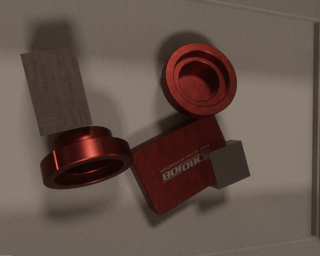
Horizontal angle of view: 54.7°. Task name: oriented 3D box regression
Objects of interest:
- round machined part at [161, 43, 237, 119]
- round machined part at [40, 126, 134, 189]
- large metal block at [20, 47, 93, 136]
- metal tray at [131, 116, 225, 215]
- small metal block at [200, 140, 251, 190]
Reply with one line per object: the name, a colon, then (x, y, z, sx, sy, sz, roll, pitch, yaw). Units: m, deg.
round machined part: (0.048, -0.060, 0.413, 0.099, 0.042, 0.098, 3, 77, -15)
round machined part: (-0.083, 0.031, 0.348, 0.099, 0.098, 0.042, -11, 67, -20)
large metal block: (-0.113, -0.036, 0.339, 0.050, 0.080, 0.080, -14, 94, -20)
metal tray: (0.030, 0.045, 0.420, 0.131, 0.030, 0.090, -27, 99, -18)
small metal block: (0.087, 0.047, 0.412, 0.050, 0.025, 0.050, -18, 97, -20)
